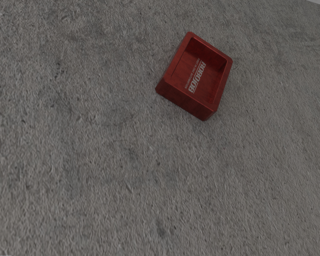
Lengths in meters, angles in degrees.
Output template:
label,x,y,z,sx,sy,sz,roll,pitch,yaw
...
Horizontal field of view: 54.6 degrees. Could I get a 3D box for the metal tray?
label,x,y,z,sx,sy,sz,roll,pitch,yaw
metal tray,0.057,-0.083,0.481,0.090,0.030,0.130,31,52,-8
